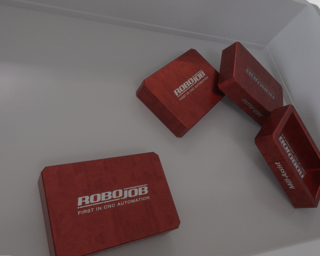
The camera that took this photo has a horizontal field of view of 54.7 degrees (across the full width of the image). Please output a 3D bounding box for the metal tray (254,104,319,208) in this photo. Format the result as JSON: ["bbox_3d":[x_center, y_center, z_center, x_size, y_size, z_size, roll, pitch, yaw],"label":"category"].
[{"bbox_3d":[0.198,0.042,0.457,0.130,0.030,0.090,55,50,-12],"label":"metal tray"}]

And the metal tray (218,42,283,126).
[{"bbox_3d":[0.150,-0.066,0.500,0.130,0.030,0.090,35,49,-27],"label":"metal tray"}]

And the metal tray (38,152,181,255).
[{"bbox_3d":[-0.052,0.079,0.326,0.131,0.030,0.090,-5,64,-31],"label":"metal tray"}]

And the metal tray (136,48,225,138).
[{"bbox_3d":[0.039,-0.056,0.457,0.090,0.030,0.131,46,51,4],"label":"metal tray"}]
